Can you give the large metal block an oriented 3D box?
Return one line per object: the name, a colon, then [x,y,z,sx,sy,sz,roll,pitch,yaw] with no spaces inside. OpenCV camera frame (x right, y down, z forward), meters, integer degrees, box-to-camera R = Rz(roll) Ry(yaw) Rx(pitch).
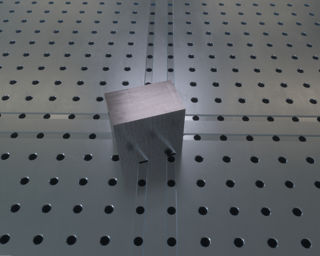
large metal block: [-0.018,-0.005,0.376,0.081,0.080,0.050,-14,51,-11]
